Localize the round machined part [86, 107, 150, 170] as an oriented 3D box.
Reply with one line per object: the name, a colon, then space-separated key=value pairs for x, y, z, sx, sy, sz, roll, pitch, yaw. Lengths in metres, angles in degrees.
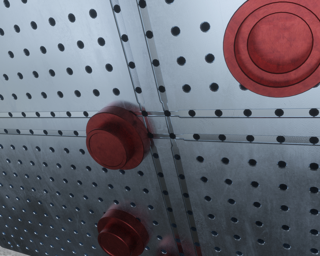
round machined part: x=-0.067 y=0.021 z=0.450 sx=0.098 sy=0.042 sz=0.097 roll=13 pitch=124 yaw=21

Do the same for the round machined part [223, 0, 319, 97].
round machined part: x=0.113 y=-0.081 z=0.291 sx=0.098 sy=0.042 sz=0.097 roll=13 pitch=124 yaw=21

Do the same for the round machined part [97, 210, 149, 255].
round machined part: x=-0.073 y=0.200 z=0.563 sx=0.098 sy=0.042 sz=0.097 roll=13 pitch=124 yaw=21
